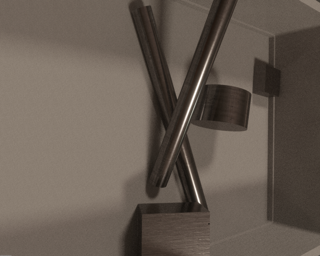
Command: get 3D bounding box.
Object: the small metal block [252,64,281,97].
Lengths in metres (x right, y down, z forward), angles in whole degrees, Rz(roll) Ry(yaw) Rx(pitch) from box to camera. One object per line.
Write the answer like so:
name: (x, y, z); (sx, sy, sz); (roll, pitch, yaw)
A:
small metal block: (0.199, -0.086, 0.577); (0.050, 0.025, 0.050); (7, 85, -40)

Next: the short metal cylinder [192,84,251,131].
short metal cylinder: (0.088, -0.027, 0.447); (0.081, 0.080, 0.050); (15, 81, -39)

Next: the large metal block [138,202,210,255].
large metal block: (0.015, 0.138, 0.383); (0.081, 0.050, 0.079); (1, 89, -9)

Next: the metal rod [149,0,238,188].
metal rod: (0.044, -0.062, 0.364); (0.025, 0.025, 0.298); (4, 113, -40)

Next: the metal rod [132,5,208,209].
metal rod: (0.019, -0.011, 0.424); (0.025, 0.025, 0.298); (-28, 108, -37)
